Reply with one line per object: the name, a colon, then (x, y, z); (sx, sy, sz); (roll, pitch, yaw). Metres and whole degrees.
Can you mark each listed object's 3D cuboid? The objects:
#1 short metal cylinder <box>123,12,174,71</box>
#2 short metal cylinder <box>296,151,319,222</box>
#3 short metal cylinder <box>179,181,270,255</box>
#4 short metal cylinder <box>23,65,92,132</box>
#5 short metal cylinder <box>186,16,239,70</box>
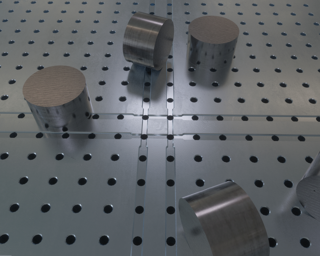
short metal cylinder: (-0.017, -0.136, 0.486); (0.050, 0.080, 0.080); (19, 53, 15)
short metal cylinder: (0.192, 0.063, 0.320); (0.080, 0.080, 0.050); (33, 58, 24)
short metal cylinder: (0.057, 0.096, 0.291); (0.050, 0.080, 0.080); (-17, 52, -13)
short metal cylinder: (-0.138, -0.041, 0.424); (0.081, 0.050, 0.080); (0, 50, 0)
short metal cylinder: (0.085, -0.141, 0.511); (0.081, 0.050, 0.080); (0, 50, 0)
